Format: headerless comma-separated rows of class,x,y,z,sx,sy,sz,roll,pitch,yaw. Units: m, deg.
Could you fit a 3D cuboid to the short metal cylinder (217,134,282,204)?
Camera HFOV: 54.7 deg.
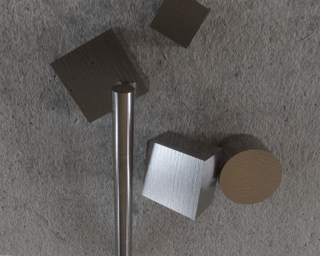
short metal cylinder,0.114,0.054,0.416,0.081,0.050,0.079,-1,111,-3

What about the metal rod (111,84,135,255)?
metal rod,-0.049,0.085,0.411,0.025,0.025,0.298,3,121,-1

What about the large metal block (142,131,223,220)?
large metal block,0.027,0.057,0.399,0.080,0.050,0.079,19,113,30

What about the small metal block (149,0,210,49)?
small metal block,0.022,-0.129,0.363,0.050,0.025,0.050,29,107,-10

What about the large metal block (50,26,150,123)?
large metal block,-0.068,-0.065,0.372,0.080,0.050,0.080,-27,108,9
